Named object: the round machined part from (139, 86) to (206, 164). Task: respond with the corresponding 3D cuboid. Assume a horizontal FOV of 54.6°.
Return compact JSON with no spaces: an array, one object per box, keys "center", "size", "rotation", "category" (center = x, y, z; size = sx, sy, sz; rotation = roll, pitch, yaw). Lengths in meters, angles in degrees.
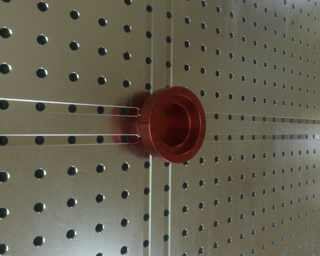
[{"center":[0.012,-0.004,0.406],"size":[0.099,0.042,0.097],"rotation":[0,90,-40],"category":"round machined part"}]
